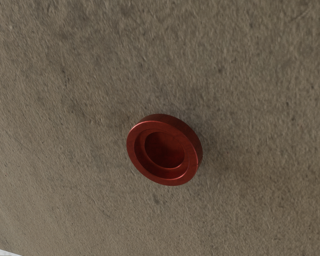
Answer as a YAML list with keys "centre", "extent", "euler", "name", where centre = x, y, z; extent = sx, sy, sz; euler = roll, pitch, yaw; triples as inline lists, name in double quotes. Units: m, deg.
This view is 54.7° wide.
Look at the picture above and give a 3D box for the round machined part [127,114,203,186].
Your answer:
- centre: [0.009, 0.024, 0.405]
  extent: [0.098, 0.042, 0.097]
  euler: [13, 124, 20]
  name: "round machined part"
